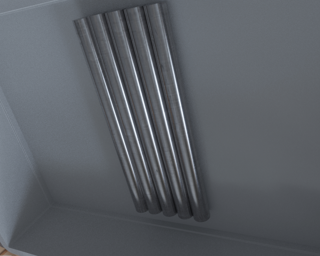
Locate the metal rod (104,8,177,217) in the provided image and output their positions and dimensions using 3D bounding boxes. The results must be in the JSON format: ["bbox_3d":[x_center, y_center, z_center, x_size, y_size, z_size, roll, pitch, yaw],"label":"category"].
[{"bbox_3d":[-0.017,-0.003,0.415,0.025,0.025,0.298,0,119,28],"label":"metal rod"}]

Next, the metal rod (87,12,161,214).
[{"bbox_3d":[-0.040,-0.003,0.426,0.025,0.025,0.298,0,119,28],"label":"metal rod"}]

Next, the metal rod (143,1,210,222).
[{"bbox_3d":[0.028,-0.002,0.391,0.025,0.025,0.298,0,119,28],"label":"metal rod"}]

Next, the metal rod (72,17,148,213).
[{"bbox_3d":[-0.061,-0.002,0.438,0.025,0.025,0.298,0,119,28],"label":"metal rod"}]

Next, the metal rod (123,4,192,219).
[{"bbox_3d":[0.006,-0.002,0.403,0.025,0.025,0.298,0,119,28],"label":"metal rod"}]
